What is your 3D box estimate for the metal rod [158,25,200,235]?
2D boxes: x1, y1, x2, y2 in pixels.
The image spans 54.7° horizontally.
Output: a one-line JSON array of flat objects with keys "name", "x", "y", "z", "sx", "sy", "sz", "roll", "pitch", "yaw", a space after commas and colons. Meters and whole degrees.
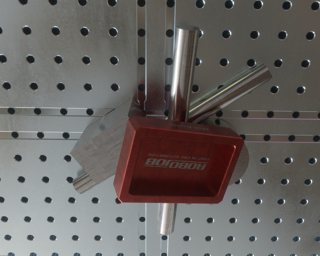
[{"name": "metal rod", "x": 0.019, "y": 0.024, "z": 0.398, "sx": 0.025, "sy": 0.025, "sz": 0.298, "roll": 3, "pitch": 119, "yaw": -2}]

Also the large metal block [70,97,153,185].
[{"name": "large metal block", "x": -0.055, "y": 0.013, "z": 0.387, "sx": 0.080, "sy": 0.080, "sz": 0.050, "roll": -32, "pitch": 107, "yaw": 11}]

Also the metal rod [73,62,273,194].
[{"name": "metal rod", "x": 0.009, "y": 0.006, "z": 0.416, "sx": 0.300, "sy": 0.025, "sz": 0.025, "roll": -32, "pitch": 107, "yaw": 10}]

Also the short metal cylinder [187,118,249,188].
[{"name": "short metal cylinder", "x": 0.072, "y": 0.033, "z": 0.412, "sx": 0.081, "sy": 0.050, "sz": 0.079, "roll": 0, "pitch": 110, "yaw": -1}]

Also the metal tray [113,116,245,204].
[{"name": "metal tray", "x": 0.021, "y": 0.040, "z": 0.350, "sx": 0.131, "sy": 0.030, "sz": 0.089, "roll": 7, "pitch": 111, "yaw": -23}]
